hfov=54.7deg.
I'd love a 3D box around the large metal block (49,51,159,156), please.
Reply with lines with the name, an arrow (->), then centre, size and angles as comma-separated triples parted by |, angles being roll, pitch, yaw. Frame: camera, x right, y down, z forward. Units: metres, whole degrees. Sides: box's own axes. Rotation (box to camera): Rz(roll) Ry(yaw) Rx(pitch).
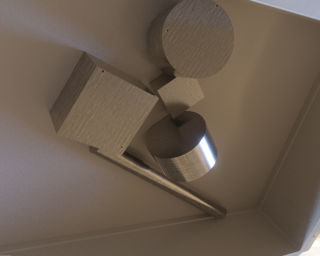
large metal block -> -0.063, -0.025, 0.344 | 0.080, 0.050, 0.080 | 24, 105, -37

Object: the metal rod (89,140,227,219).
metal rod -> 0.017, 0.087, 0.473 | 0.025, 0.025, 0.301 | -49, 129, 6

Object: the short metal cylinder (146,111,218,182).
short metal cylinder -> 0.029, 0.023, 0.405 | 0.080, 0.080, 0.050 | -35, 129, -6

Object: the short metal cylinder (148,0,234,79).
short metal cylinder -> 0.032, -0.095, 0.337 | 0.081, 0.050, 0.079 | -4, 101, -18

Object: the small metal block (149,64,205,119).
small metal block -> 0.022, -0.048, 0.393 | 0.050, 0.025, 0.050 | -35, 130, -5
